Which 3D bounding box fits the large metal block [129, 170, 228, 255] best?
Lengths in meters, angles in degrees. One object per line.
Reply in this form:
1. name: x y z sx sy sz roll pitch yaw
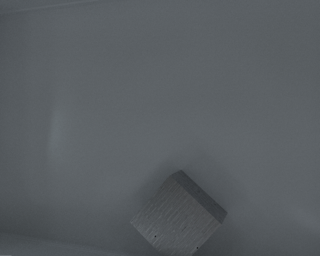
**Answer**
1. large metal block: 0.024 0.112 0.388 0.080 0.050 0.080 43 103 14
